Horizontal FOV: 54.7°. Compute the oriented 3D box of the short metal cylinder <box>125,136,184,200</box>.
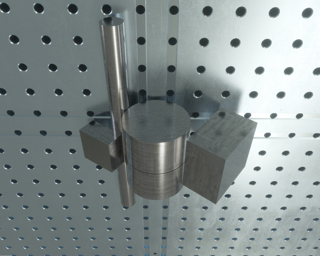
[{"bbox_3d":[-0.005,0.048,0.411,0.081,0.080,0.050,0,130,-1],"label":"short metal cylinder"}]

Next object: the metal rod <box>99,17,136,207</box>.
[{"bbox_3d":[-0.050,0.006,0.410,0.025,0.025,0.298,0,130,0],"label":"metal rod"}]

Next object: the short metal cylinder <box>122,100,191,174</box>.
[{"bbox_3d":[-0.005,0.009,0.378,0.081,0.080,0.050,0,130,-1],"label":"short metal cylinder"}]

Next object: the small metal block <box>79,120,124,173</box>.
[{"bbox_3d":[-0.077,0.024,0.412,0.050,0.025,0.050,24,135,25],"label":"small metal block"}]

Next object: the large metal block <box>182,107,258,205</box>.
[{"bbox_3d":[0.074,0.034,0.390,0.050,0.080,0.079,27,137,27],"label":"large metal block"}]
